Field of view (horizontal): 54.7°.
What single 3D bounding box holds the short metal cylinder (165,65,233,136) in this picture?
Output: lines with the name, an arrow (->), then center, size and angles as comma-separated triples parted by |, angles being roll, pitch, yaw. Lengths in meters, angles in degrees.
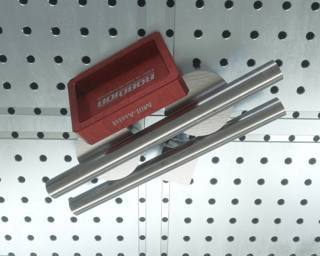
short metal cylinder -> 0.047, -0.036, 0.388 | 0.081, 0.050, 0.079 | 0, 110, -1

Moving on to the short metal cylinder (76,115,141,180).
short metal cylinder -> -0.064, 0.021, 0.407 | 0.081, 0.050, 0.079 | 0, 110, -1

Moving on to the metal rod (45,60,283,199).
metal rod -> -0.003, 0.007, 0.361 | 0.301, 0.025, 0.025 | -28, 108, 9

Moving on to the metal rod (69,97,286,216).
metal rod -> 0.015, 0.041, 0.401 | 0.301, 0.025, 0.025 | -27, 108, 9

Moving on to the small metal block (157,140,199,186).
small metal block -> 0.022, 0.048, 0.430 | 0.050, 0.025, 0.050 | 14, 109, -6

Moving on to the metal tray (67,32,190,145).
metal tray -> -0.042, -0.047, 0.359 | 0.130, 0.090, 0.030 | -27, 140, 9
